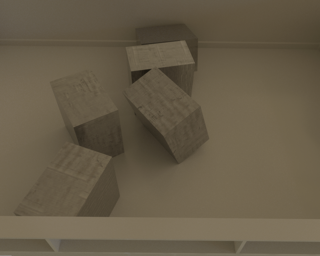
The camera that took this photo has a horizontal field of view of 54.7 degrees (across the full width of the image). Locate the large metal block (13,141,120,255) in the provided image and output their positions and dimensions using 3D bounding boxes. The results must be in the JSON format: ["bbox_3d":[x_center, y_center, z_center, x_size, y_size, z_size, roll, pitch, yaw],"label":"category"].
[{"bbox_3d":[-0.084,0.074,0.306,0.050,0.080,0.080,17,52,13],"label":"large metal block"}]

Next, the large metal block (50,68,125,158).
[{"bbox_3d":[-0.087,-0.011,0.378,0.050,0.080,0.080,-24,54,-19],"label":"large metal block"}]

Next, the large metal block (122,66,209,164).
[{"bbox_3d":[0.009,-0.014,0.374,0.050,0.080,0.080,-39,59,-7],"label":"large metal block"}]

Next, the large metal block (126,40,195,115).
[{"bbox_3d":[-0.001,-0.068,0.427,0.081,0.080,0.050,-9,51,-8],"label":"large metal block"}]

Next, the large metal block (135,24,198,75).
[{"bbox_3d":[0.008,-0.122,0.478,0.081,0.050,0.080,-8,34,-7],"label":"large metal block"}]
